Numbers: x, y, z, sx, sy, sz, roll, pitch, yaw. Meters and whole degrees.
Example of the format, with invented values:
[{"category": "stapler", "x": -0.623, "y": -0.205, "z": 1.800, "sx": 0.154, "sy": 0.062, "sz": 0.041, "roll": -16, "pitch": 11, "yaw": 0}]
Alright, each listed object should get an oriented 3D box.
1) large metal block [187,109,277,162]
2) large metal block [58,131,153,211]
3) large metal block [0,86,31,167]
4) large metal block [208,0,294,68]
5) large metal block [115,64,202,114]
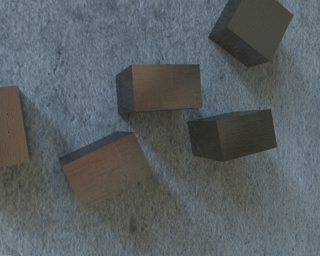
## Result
[{"category": "large metal block", "x": 0.094, "y": 0.008, "z": 0.416, "sx": 0.081, "sy": 0.080, "sz": 0.050, "roll": -12, "pitch": 94, "yaw": -20}, {"category": "large metal block", "x": -0.066, "y": 0.043, "z": 0.356, "sx": 0.081, "sy": 0.080, "sz": 0.050, "roll": -26, "pitch": 99, "yaw": -18}, {"category": "large metal block", "x": -0.186, "y": 0.002, "z": 0.327, "sx": 0.081, "sy": 0.050, "sz": 0.079, "roll": -9, "pitch": 93, "yaw": -20}, {"category": "large metal block", "x": 0.130, "y": -0.146, "z": 0.445, "sx": 0.080, "sy": 0.050, "sz": 0.080, "roll": 32, "pitch": 80, "yaw": -18}, {"category": "large metal block", "x": -0.005, "y": -0.046, "z": 0.379, "sx": 0.081, "sy": 0.080, "sz": 0.050, "roll": -4, "pitch": 92, "yaw": -20}]
